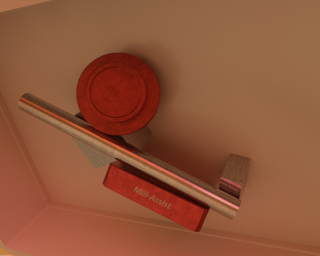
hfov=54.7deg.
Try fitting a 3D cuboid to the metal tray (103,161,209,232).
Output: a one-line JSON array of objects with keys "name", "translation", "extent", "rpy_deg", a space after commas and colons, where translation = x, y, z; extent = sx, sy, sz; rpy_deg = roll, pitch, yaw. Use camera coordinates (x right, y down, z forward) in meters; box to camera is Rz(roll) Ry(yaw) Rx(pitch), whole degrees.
[{"name": "metal tray", "translation": [0.003, 0.079, 0.406], "extent": [0.130, 0.090, 0.030], "rpy_deg": [24, 100, 13]}]

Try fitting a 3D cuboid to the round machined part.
[{"name": "round machined part", "translation": [-0.049, -0.040, 0.362], "extent": [0.099, 0.042, 0.097], "rpy_deg": [0, 91, -1]}]

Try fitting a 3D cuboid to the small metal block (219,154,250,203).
[{"name": "small metal block", "translation": [0.091, 0.069, 0.384], "extent": [0.025, 0.050, 0.050], "rpy_deg": [14, 124, 20]}]

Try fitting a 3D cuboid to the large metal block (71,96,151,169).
[{"name": "large metal block", "translation": [-0.074, 0.001, 0.428], "extent": [0.080, 0.050, 0.080], "rpy_deg": [-25, 105, 36]}]

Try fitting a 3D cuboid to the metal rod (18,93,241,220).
[{"name": "metal rod", "translation": [-0.046, 0.029, 0.381], "extent": [0.301, 0.025, 0.025], "rpy_deg": [26, 127, 11]}]
